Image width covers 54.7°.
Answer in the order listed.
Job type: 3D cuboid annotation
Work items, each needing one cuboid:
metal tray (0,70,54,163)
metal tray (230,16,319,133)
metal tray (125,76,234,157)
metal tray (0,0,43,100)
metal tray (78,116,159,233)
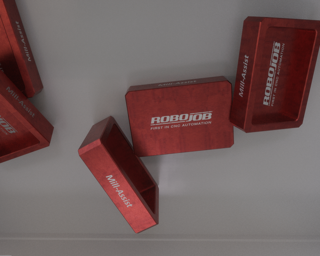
[{"bbox_3d":[-0.204,-0.016,0.370,0.090,0.030,0.130,-19,133,12],"label":"metal tray"},{"bbox_3d":[0.137,-0.062,0.369,0.091,0.030,0.129,-5,112,-21],"label":"metal tray"},{"bbox_3d":[0.027,-0.014,0.403,0.131,0.030,0.089,-6,110,2],"label":"metal tray"},{"bbox_3d":[-0.207,-0.095,0.371,0.090,0.030,0.129,-10,110,3],"label":"metal tray"},{"bbox_3d":[-0.046,0.057,0.396,0.030,0.090,0.130,-28,108,10],"label":"metal tray"}]
